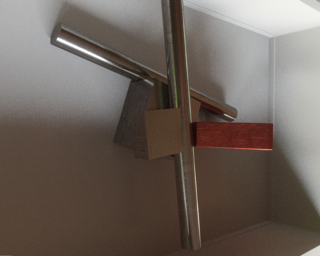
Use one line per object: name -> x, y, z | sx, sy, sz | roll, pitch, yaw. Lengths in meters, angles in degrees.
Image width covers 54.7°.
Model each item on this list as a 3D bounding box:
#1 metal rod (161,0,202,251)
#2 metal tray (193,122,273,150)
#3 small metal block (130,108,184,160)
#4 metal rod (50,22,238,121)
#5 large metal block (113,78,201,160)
metal rod -> 0.026, -0.006, 0.363 | 0.025, 0.025, 0.298 | -8, 96, -40
metal tray -> 0.102, 0.009, 0.416 | 0.130, 0.090, 0.030 | 1, 90, -72
small metal block -> -0.003, 0.005, 0.339 | 0.050, 0.025, 0.050 | -9, 95, -40
metal rod -> 0.005, -0.059, 0.411 | 0.302, 0.025, 0.025 | 19, 78, -39
large metal block -> -0.002, -0.008, 0.389 | 0.080, 0.050, 0.080 | 23, 76, -38
